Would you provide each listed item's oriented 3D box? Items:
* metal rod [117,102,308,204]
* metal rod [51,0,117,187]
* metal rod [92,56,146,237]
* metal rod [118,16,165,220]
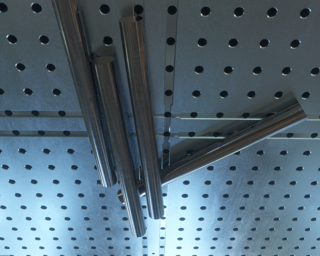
[{"bbox_3d":[0.061,0.045,0.450,0.300,0.025,0.025,-29,125,22],"label":"metal rod"},{"bbox_3d":[-0.087,-0.031,0.383,0.025,0.025,0.298,-3,130,2],"label":"metal rod"},{"bbox_3d":[-0.049,0.047,0.429,0.025,0.025,0.298,-5,124,3],"label":"metal rod"},{"bbox_3d":[-0.018,0.011,0.401,0.025,0.025,0.298,-4,124,3],"label":"metal rod"}]
